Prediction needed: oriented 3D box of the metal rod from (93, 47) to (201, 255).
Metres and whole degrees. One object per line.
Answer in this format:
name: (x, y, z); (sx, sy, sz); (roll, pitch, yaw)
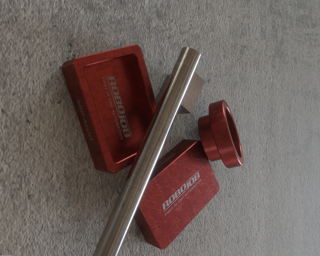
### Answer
metal rod: (-0.020, 0.046, 0.350); (0.025, 0.025, 0.299); (29, 79, -37)

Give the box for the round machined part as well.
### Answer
round machined part: (0.086, 0.011, 0.450); (0.098, 0.042, 0.097); (-17, 90, -70)

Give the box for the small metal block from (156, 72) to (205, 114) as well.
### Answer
small metal block: (0.025, -0.046, 0.411); (0.025, 0.050, 0.050); (39, 66, -34)

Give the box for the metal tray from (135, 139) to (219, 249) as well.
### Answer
metal tray: (0.020, 0.085, 0.421); (0.131, 0.030, 0.090); (-37, 113, -34)

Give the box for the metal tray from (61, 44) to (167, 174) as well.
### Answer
metal tray: (-0.048, -0.024, 0.362); (0.091, 0.030, 0.129); (-26, 106, -37)
